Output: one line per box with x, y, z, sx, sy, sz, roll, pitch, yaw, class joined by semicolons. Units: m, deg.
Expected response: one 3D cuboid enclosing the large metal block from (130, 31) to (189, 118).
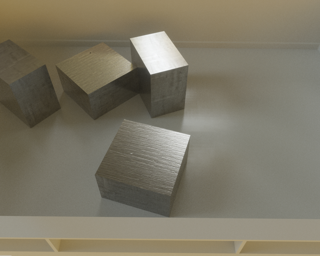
-0.003;-0.074;0.432;0.050;0.080;0.080;-17;52;-14;large metal block

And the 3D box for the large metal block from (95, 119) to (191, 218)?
-0.016;0.044;0.352;0.080;0.050;0.080;14;51;11;large metal block

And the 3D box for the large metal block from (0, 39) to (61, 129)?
-0.188;-0.059;0.417;0.080;0.080;0.050;34;58;24;large metal block

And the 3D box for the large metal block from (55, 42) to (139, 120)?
-0.088;-0.070;0.446;0.080;0.050;0.080;-35;59;-26;large metal block
